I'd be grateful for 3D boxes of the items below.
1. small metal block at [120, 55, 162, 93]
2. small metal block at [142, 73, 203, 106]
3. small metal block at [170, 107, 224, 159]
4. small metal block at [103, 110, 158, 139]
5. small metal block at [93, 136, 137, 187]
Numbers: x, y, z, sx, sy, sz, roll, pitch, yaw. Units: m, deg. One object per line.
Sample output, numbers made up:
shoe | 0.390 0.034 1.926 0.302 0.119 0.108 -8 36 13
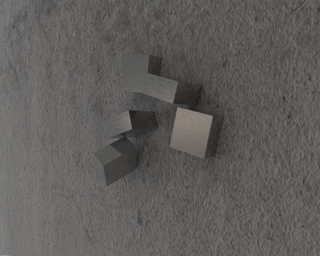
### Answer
small metal block | -0.027 -0.073 0.427 0.050 0.025 0.050 9 96 39
small metal block | 0.015 -0.047 0.376 0.050 0.050 0.025 23 104 38
small metal block | 0.043 0.005 0.369 0.050 0.025 0.050 18 101 38
small metal block | -0.039 -0.004 0.421 0.050 0.050 0.025 -19 78 38
small metal block | -0.060 0.046 0.426 0.025 0.050 0.050 44 149 31
